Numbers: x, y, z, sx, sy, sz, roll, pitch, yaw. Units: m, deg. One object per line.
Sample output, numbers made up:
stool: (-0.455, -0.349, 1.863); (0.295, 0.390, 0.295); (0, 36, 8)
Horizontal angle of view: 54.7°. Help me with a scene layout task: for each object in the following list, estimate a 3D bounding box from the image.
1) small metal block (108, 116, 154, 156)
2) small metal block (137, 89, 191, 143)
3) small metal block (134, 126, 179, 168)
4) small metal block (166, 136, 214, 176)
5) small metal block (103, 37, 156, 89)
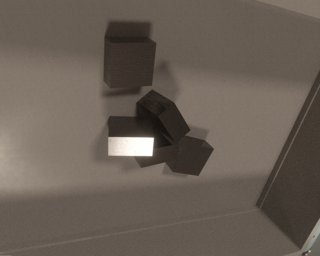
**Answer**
small metal block: (-0.035, 0.009, 0.371); (0.050, 0.050, 0.025); (1, 119, -8)
small metal block: (0.005, -0.015, 0.386); (0.025, 0.050, 0.050); (-42, 130, -9)
small metal block: (-0.010, 0.022, 0.402); (0.050, 0.050, 0.025); (-10, 124, -24)
small metal block: (0.044, 0.041, 0.460); (0.050, 0.025, 0.050); (14, 111, -35)
small metal block: (-0.034, -0.073, 0.346); (0.050, 0.025, 0.050); (-8, 122, -25)
